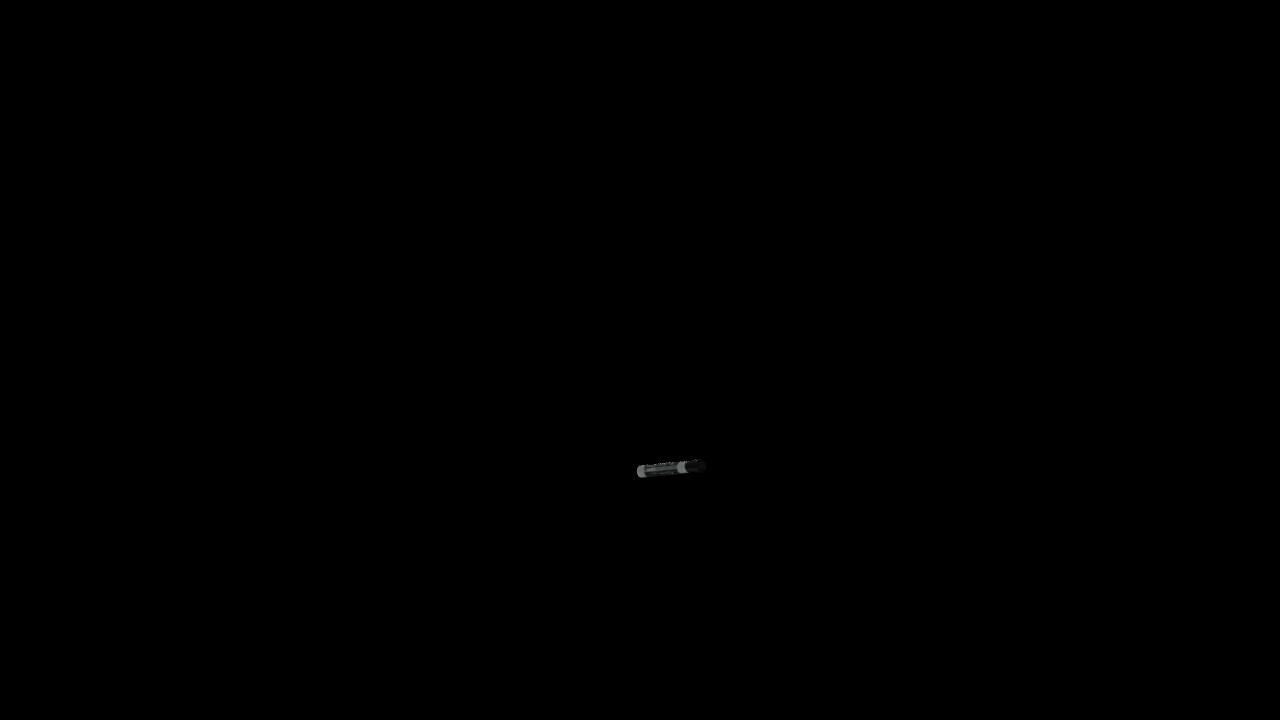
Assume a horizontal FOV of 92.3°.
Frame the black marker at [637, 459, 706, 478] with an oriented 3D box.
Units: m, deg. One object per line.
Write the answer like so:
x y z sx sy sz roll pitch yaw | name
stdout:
0.045 0.158 0.895 0.121 0.020 0.020 -15 -10 41 | black marker
